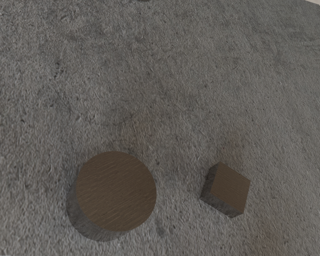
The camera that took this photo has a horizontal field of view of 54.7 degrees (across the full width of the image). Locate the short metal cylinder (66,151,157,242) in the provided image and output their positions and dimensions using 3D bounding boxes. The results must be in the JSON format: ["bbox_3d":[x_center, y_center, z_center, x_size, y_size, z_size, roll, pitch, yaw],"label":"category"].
[{"bbox_3d":[-0.050,0.070,0.318,0.081,0.050,0.080,14,56,-21],"label":"short metal cylinder"}]

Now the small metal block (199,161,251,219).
[{"bbox_3d":[0.085,0.080,0.401,0.050,0.025,0.050,33,51,-7],"label":"small metal block"}]
